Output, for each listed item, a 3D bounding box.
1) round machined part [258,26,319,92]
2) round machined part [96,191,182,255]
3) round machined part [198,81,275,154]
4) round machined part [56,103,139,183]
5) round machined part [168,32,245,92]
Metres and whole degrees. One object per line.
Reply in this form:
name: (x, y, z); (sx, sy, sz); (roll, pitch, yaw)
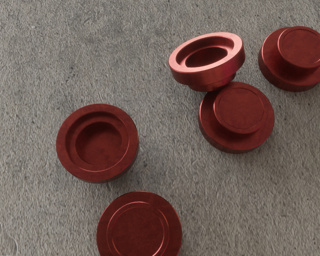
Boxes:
round machined part: (0.194, -0.104, 0.438); (0.099, 0.042, 0.098); (0, 70, 0)
round machined part: (-0.024, 0.121, 0.354); (0.099, 0.042, 0.098); (0, 70, 0)
round machined part: (0.102, -0.018, 0.406); (0.099, 0.042, 0.098); (0, 70, 0)
round machined part: (-0.075, 0.022, 0.391); (0.099, 0.042, 0.098); (0, 70, 0)
round machined part: (0.064, -0.085, 0.414); (0.098, 0.042, 0.098); (-14, 38, 12)
